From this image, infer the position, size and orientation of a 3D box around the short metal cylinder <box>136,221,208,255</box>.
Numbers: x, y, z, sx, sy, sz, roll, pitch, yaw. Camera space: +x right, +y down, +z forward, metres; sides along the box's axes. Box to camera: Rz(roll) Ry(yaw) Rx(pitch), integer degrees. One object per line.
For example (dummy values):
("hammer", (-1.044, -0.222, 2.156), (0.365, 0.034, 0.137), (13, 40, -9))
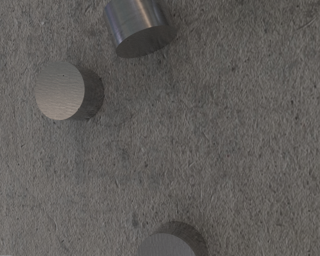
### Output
("short metal cylinder", (0.016, 0.164, 0.390), (0.080, 0.050, 0.080), (0, 90, 20))

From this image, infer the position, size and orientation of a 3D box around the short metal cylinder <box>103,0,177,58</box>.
("short metal cylinder", (-0.025, -0.129, 0.389), (0.080, 0.080, 0.050), (-22, 83, 18))

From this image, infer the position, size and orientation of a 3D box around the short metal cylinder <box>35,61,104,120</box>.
("short metal cylinder", (-0.128, -0.050, 0.441), (0.080, 0.050, 0.080), (0, 90, 20))
